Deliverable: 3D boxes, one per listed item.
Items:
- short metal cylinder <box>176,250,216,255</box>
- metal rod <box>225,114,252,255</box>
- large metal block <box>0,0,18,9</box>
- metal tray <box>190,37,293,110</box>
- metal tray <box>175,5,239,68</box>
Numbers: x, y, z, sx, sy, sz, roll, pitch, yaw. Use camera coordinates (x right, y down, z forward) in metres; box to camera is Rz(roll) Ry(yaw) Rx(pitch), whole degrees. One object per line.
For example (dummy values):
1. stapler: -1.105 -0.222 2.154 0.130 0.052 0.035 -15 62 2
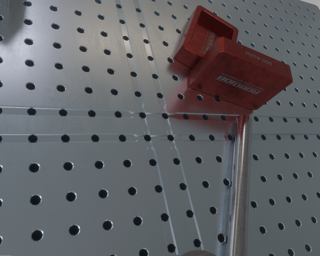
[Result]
1. short metal cylinder: 0.030 0.167 0.306 0.081 0.050 0.080 14 56 -21
2. metal rod: 0.101 0.104 0.399 0.025 0.025 0.300 25 53 -13
3. large metal block: -0.214 -0.215 0.389 0.080 0.080 0.050 27 53 -12
4. metal tray: 0.124 -0.079 0.481 0.131 0.090 0.030 17 55 -19
5. metal tray: 0.085 -0.149 0.541 0.090 0.030 0.130 28 52 -11
